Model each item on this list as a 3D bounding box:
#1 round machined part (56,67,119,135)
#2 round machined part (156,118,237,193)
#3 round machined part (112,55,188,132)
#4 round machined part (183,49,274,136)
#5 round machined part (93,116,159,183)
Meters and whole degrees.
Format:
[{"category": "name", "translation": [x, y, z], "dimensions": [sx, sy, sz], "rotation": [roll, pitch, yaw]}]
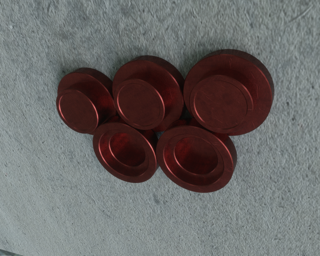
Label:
[{"category": "round machined part", "translation": [-0.104, -0.031, 0.431], "dimensions": [0.098, 0.042, 0.097], "rotation": [13, 124, 20]}, {"category": "round machined part", "translation": [0.048, 0.030, 0.390], "dimensions": [0.098, 0.042, 0.097], "rotation": [13, 124, 20]}, {"category": "round machined part", "translation": [-0.017, -0.037, 0.383], "dimensions": [0.098, 0.042, 0.097], "rotation": [13, 124, 20]}, {"category": "round machined part", "translation": [0.071, -0.033, 0.339], "dimensions": [0.098, 0.042, 0.097], "rotation": [13, 124, 20]}, {"category": "round machined part", "translation": [-0.041, 0.026, 0.433], "dimensions": [0.098, 0.042, 0.097], "rotation": [13, 124, 20]}]
